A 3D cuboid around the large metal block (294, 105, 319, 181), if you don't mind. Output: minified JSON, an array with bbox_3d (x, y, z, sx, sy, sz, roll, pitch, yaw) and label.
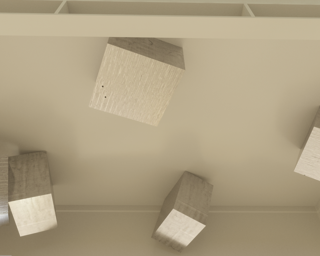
[{"bbox_3d":[0.230,0.028,0.397,0.080,0.050,0.079,20,134,20],"label":"large metal block"}]

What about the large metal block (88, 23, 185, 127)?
[{"bbox_3d":[-0.026,-0.057,0.344,0.081,0.050,0.079,16,128,-14],"label":"large metal block"}]

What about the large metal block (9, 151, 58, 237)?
[{"bbox_3d":[-0.180,0.092,0.442,0.050,0.080,0.079,-9,133,-19],"label":"large metal block"}]

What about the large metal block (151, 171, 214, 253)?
[{"bbox_3d":[0.035,0.127,0.474,0.050,0.080,0.079,28,126,-1],"label":"large metal block"}]

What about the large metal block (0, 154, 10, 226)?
[{"bbox_3d":[-0.235,0.082,0.389,0.081,0.080,0.050,-1,149,-24],"label":"large metal block"}]
